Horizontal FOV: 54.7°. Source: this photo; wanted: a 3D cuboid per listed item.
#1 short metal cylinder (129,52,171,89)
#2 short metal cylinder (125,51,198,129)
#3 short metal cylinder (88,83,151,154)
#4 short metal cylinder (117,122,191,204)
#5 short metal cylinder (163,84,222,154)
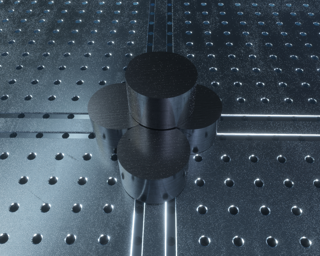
[{"bbox_3d":[-0.006,-0.065,0.446,0.081,0.050,0.080,1,50,-1],"label":"short metal cylinder"},{"bbox_3d":[0.002,-0.045,0.363,0.081,0.050,0.080,0,50,0],"label":"short metal cylinder"},{"bbox_3d":[-0.049,-0.013,0.402,0.081,0.050,0.080,0,50,0],"label":"short metal cylinder"},{"bbox_3d":[-0.007,0.039,0.357,0.081,0.050,0.080,0,48,0],"label":"short metal cylinder"},{"bbox_3d":[0.037,-0.013,0.401,0.081,0.050,0.080,0,50,0],"label":"short metal cylinder"}]
